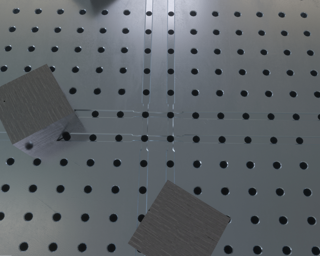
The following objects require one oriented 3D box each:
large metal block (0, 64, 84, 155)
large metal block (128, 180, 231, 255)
[{"bbox_3d":[-0.160,-0.023,0.406,0.080,0.050,0.080,-30,73,-10],"label":"large metal block"},{"bbox_3d":[0.021,0.119,0.355,0.080,0.050,0.080,31,73,10],"label":"large metal block"}]
